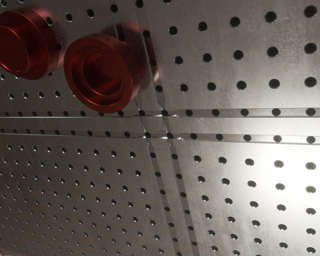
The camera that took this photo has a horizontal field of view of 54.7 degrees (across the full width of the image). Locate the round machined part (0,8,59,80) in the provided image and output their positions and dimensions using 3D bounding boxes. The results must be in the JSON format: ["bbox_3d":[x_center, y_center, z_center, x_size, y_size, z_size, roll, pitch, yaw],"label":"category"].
[{"bbox_3d":[-0.195,-0.112,0.431,0.098,0.042,0.097,13,124,20],"label":"round machined part"}]

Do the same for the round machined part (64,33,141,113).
[{"bbox_3d":[-0.068,-0.071,0.391,0.098,0.042,0.097,13,124,20],"label":"round machined part"}]
